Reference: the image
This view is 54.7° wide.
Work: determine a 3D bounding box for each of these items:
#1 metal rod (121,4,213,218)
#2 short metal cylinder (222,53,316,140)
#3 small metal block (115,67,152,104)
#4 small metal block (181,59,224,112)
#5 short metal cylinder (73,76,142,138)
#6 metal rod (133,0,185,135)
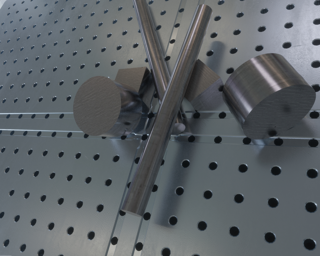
[{"bbox_3d":[0.017,-0.038,0.389,0.025,0.025,0.300,6,64,31],"label":"metal rod"},{"bbox_3d":[0.115,-0.032,0.333,0.080,0.080,0.050,-29,52,9],"label":"short metal cylinder"},{"bbox_3d":[-0.043,-0.064,0.470,0.050,0.025,0.050,1,62,28],"label":"small metal block"},{"bbox_3d":[0.050,-0.058,0.417,0.050,0.025,0.050,-39,51,1],"label":"small metal block"},{"bbox_3d":[-0.072,-0.027,0.429,0.080,0.050,0.080,-3,84,28],"label":"short metal cylinder"},{"bbox_3d":[-0.009,-0.116,0.484,0.025,0.025,0.299,-24,53,14],"label":"metal rod"}]
